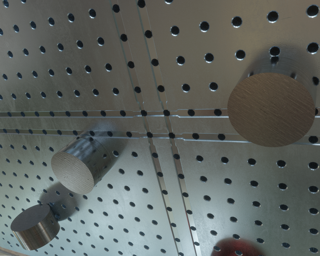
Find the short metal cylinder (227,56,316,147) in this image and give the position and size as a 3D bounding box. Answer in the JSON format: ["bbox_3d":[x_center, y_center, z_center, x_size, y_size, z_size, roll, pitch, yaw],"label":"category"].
[{"bbox_3d":[0.115,-0.027,0.317,0.080,0.050,0.079,13,124,21],"label":"short metal cylinder"}]

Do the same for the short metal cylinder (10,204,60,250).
[{"bbox_3d":[-0.254,0.201,0.634,0.080,0.080,0.050,-4,116,30],"label":"short metal cylinder"}]

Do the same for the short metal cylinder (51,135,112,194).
[{"bbox_3d":[-0.125,0.059,0.498,0.080,0.050,0.079,13,124,21],"label":"short metal cylinder"}]
